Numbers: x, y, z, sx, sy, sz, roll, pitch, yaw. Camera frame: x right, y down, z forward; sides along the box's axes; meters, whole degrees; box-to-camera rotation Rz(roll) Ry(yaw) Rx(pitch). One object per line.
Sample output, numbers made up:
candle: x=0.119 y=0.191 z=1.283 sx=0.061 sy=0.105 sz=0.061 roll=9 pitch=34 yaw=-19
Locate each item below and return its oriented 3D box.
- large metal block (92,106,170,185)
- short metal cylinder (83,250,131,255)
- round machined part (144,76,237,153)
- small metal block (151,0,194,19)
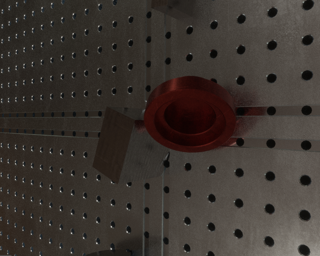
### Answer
large metal block: x=-0.031 y=0.020 z=0.397 sx=0.050 sy=0.081 sz=0.079 roll=25 pitch=106 yaw=37
short metal cylinder: x=-0.079 y=0.210 z=0.436 sx=0.080 sy=0.081 sz=0.050 roll=-11 pitch=83 yaw=39
round machined part: x=0.034 y=-0.019 z=0.345 sx=0.098 sy=0.098 sz=0.042 roll=-31 pitch=34 yaw=35
small metal block: x=0.017 y=-0.166 z=0.377 sx=0.025 sy=0.050 sz=0.050 roll=9 pitch=96 yaw=39
